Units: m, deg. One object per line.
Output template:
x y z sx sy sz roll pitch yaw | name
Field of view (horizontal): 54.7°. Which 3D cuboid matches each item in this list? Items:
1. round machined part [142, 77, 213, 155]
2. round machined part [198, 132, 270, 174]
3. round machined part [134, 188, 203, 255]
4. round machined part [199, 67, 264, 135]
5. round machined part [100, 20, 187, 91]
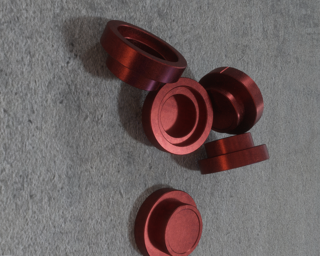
0.018 -0.016 0.403 0.099 0.042 0.097 -3 96 -33 | round machined part
0.102 0.035 0.445 0.099 0.098 0.042 -8 81 -40 | round machined part
0.018 0.131 0.409 0.099 0.042 0.097 0 90 -40 | round machined part
0.088 -0.032 0.431 0.042 0.098 0.098 -37 113 -35 | round machined part
-0.022 -0.078 0.352 0.099 0.098 0.042 7 126 -40 | round machined part
